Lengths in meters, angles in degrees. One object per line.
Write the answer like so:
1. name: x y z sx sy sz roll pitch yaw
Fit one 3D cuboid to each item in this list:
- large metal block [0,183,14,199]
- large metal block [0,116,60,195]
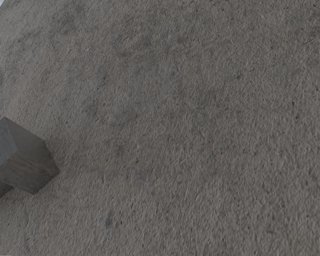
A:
1. large metal block: -0.285 0.080 0.489 0.080 0.050 0.080 -42 51 -1
2. large metal block: -0.205 0.041 0.451 0.050 0.080 0.080 -42 51 -1
